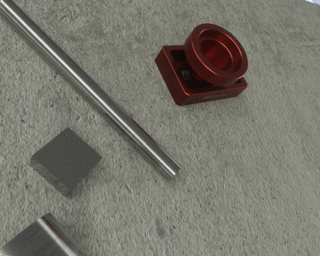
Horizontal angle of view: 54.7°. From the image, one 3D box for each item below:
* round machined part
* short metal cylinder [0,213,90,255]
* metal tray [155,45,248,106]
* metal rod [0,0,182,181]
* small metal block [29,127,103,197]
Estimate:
[{"bbox_3d":[0.079,-0.103,0.462,0.099,0.042,0.098,13,60,-23],"label":"round machined part"},{"bbox_3d":[-0.102,0.114,0.244,0.050,0.080,0.080,46,51,4],"label":"short metal cylinder"},{"bbox_3d":[0.067,-0.087,0.489,0.131,0.030,0.090,-12,68,-33],"label":"metal tray"},{"bbox_3d":[-0.089,-0.049,0.385,0.300,0.025,0.025,44,51,2],"label":"metal rod"},{"bbox_3d":[-0.099,0.036,0.329,0.050,0.025,0.050,42,51,0],"label":"small metal block"}]
